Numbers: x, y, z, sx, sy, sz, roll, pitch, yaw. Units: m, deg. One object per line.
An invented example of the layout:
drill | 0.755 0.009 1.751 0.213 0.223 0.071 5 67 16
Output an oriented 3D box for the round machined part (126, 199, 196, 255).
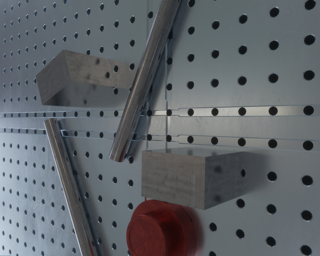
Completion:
round machined part | -0.006 0.143 0.403 0.098 0.042 0.097 0 90 40

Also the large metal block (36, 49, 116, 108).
large metal block | -0.131 -0.072 0.481 0.080 0.081 0.050 -27 73 37

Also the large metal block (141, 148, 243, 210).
large metal block | 0.037 0.050 0.343 0.080 0.081 0.050 2 91 40

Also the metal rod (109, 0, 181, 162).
metal rod | -0.014 -0.089 0.420 0.025 0.025 0.298 32 110 35

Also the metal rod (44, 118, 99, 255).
metal rod | -0.150 0.119 0.532 0.025 0.025 0.299 -35 69 34
